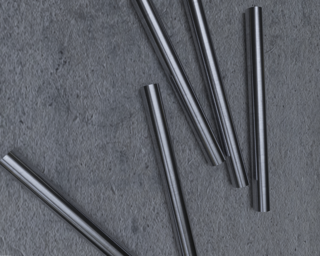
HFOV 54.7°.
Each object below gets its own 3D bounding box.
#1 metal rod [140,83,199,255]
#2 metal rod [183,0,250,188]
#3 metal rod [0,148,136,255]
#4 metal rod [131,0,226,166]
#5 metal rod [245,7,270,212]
[{"bbox_3d":[0.020,0.089,0.416,0.025,0.025,0.298,-15,95,-19],"label":"metal rod"},{"bbox_3d":[0.078,-0.060,0.437,0.025,0.025,0.298,-18,96,-19],"label":"metal rod"},{"bbox_3d":[-0.073,0.137,0.382,0.025,0.025,0.300,-47,105,-14],"label":"metal rod"},{"bbox_3d":[0.016,-0.084,0.414,0.025,0.025,0.299,-29,100,-18],"label":"metal rod"},{"bbox_3d":[0.146,-0.027,0.462,0.025,0.025,0.298,-3,91,-20],"label":"metal rod"}]
